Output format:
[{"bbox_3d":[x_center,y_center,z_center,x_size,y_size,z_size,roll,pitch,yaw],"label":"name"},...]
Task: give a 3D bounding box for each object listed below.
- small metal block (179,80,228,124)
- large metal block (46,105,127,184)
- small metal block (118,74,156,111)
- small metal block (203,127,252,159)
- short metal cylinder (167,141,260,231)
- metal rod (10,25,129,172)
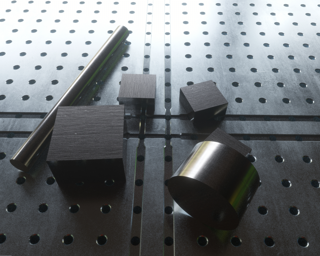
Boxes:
[{"bbox_3d":[0.061,-0.038,0.440,0.050,0.025,0.050,-16,52,-13],"label":"small metal block"},{"bbox_3d":[-0.082,0.019,0.374,0.081,0.050,0.080,-2,50,-2],"label":"large metal block"},{"bbox_3d":[-0.032,-0.053,0.452,0.050,0.025,0.050,2,50,1],"label":"small metal block"},{"bbox_3d":[0.075,0.034,0.380,0.050,0.025,0.050,35,58,25],"label":"small metal block"},{"bbox_3d":[0.055,0.060,0.322,0.080,0.080,0.050,27,55,20],"label":"short metal cylinder"},{"bbox_3d":[-0.116,-0.063,0.459,0.025,0.025,0.301,16,52,12],"label":"metal rod"}]
